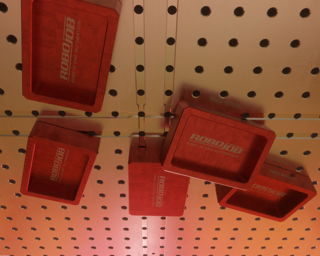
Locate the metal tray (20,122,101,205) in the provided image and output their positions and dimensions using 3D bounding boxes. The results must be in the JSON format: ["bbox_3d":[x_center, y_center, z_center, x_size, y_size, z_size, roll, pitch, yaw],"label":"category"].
[{"bbox_3d":[-0.148,0.057,0.454,0.091,0.030,0.129,16,128,-14],"label":"metal tray"}]

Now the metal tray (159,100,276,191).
[{"bbox_3d":[0.075,0.025,0.410,0.131,0.030,0.089,16,107,-13],"label":"metal tray"}]

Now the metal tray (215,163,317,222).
[{"bbox_3d":[0.168,0.102,0.498,0.131,0.030,0.089,19,128,-16],"label":"metal tray"}]

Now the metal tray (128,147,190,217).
[{"bbox_3d":[-0.003,0.088,0.483,0.091,0.030,0.129,2,130,-3],"label":"metal tray"}]

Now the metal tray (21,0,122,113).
[{"bbox_3d":[-0.098,-0.082,0.336,0.091,0.030,0.129,11,129,-10],"label":"metal tray"}]
